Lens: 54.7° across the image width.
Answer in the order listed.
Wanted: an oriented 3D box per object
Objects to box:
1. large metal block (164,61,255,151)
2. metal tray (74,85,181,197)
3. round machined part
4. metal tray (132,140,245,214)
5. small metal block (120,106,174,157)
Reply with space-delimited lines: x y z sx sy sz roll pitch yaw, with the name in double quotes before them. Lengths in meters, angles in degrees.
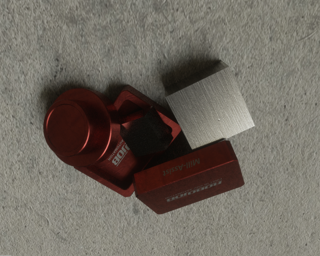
"large metal block" 0.060 -0.028 0.388 0.080 0.050 0.080 -25 108 9
"metal tray" -0.044 0.020 0.414 0.090 0.030 0.129 33 107 -12
"round machined part" -0.102 0.000 0.378 0.098 0.042 0.097 1 91 24
"metal tray" 0.040 0.069 0.410 0.130 0.030 0.090 -21 145 8
"small metal block" -0.020 0.006 0.388 0.050 0.025 0.050 -17 114 36
